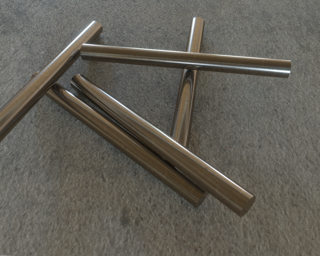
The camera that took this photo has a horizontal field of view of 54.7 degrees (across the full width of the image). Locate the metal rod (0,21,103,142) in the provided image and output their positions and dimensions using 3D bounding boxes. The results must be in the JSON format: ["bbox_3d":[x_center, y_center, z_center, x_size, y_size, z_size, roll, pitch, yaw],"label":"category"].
[{"bbox_3d":[-0.149,-0.084,0.441,0.025,0.025,0.301,11,41,8],"label":"metal rod"}]

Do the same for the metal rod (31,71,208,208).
[{"bbox_3d":[-0.068,0.002,0.400,0.300,0.025,0.025,33,57,24],"label":"metal rod"}]

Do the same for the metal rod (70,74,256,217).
[{"bbox_3d":[-0.019,0.003,0.378,0.025,0.025,0.300,-36,52,-27],"label":"metal rod"}]

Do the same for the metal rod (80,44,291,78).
[{"bbox_3d":[0.031,-0.099,0.454,0.302,0.025,0.025,7,50,8],"label":"metal rod"}]

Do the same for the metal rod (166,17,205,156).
[{"bbox_3d":[0.045,-0.078,0.469,0.025,0.025,0.300,7,50,6],"label":"metal rod"}]
